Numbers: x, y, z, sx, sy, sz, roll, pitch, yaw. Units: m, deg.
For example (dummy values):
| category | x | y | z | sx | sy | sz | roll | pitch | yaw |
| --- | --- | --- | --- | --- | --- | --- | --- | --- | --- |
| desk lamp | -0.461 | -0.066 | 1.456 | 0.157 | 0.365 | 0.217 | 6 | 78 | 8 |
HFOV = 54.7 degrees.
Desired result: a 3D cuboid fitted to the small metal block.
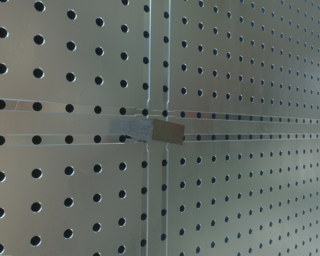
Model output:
| category | x | y | z | sx | sy | sz | roll | pitch | yaw |
| --- | --- | --- | --- | --- | --- | --- | --- | --- | --- |
| small metal block | -0.005 | 0.005 | 0.390 | 0.050 | 0.050 | 0.025 | 12 | 83 | -40 |
